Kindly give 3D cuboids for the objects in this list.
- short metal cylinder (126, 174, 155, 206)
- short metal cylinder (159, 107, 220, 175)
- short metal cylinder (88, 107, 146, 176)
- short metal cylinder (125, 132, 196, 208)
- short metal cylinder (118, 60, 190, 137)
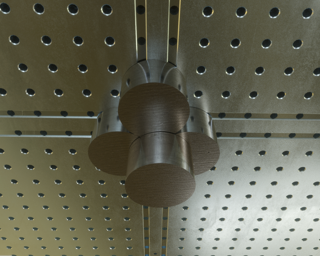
[{"bbox_3d":[-0.008,0.070,0.454,0.081,0.050,0.079,-1,128,0],"label":"short metal cylinder"},{"bbox_3d":[0.035,0.019,0.411,0.081,0.050,0.079,0,130,0],"label":"short metal cylinder"},{"bbox_3d":[-0.050,0.018,0.410,0.081,0.050,0.079,0,130,0],"label":"short metal cylinder"},{"bbox_3d":[0.000,0.051,0.372,0.081,0.050,0.079,0,130,0],"label":"short metal cylinder"},{"bbox_3d":[-0.007,-0.033,0.366,0.081,0.050,0.079,-1,130,-1],"label":"short metal cylinder"}]
